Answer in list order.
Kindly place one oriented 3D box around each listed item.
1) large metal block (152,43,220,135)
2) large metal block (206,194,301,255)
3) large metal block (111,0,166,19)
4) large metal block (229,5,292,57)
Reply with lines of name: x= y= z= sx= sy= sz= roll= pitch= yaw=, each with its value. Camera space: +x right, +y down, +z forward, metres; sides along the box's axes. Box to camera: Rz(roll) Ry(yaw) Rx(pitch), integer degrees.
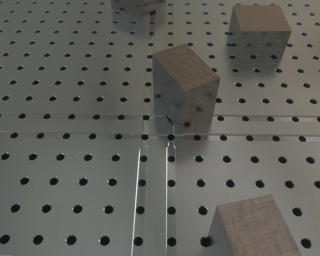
large metal block: x=0.031 y=-0.052 z=0.416 sx=0.050 sy=0.080 sz=0.080 roll=-22 pitch=54 yaw=-18
large metal block: x=0.082 y=0.117 z=0.274 sx=0.050 sy=0.080 sz=0.080 roll=-10 pitch=51 yaw=-8
large metal block: x=-0.043 y=-0.269 z=0.618 sx=0.080 sy=0.050 sz=0.080 roll=27 pitch=55 yaw=21
large metal block: x=0.168 y=-0.168 z=0.533 sx=0.080 sy=0.050 sz=0.080 roll=0 pitch=50 yaw=0
